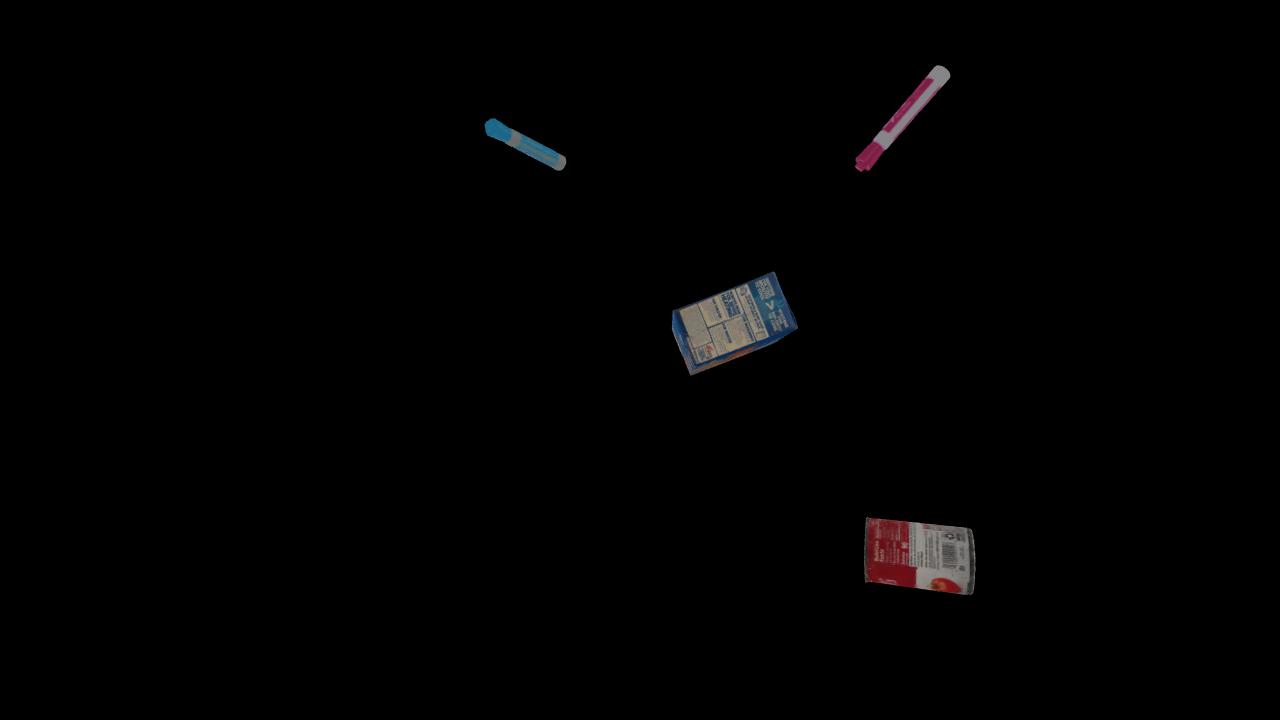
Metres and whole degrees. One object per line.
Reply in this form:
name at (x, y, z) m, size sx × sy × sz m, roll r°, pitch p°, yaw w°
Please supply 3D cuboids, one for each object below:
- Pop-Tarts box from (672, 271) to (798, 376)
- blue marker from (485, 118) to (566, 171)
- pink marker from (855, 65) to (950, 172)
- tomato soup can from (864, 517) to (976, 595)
Pop-Tarts box at (0.122, -0.043, 0.849) m, size 0.141 × 0.083 × 0.167 m, roll -22°, pitch -5°, yaw 0°
blue marker at (-0.126, -0.238, 0.683) m, size 0.020 × 0.020 × 0.121 m, roll 0°, pitch -3°, yaw 31°
pink marker at (0.260, -0.239, 0.615) m, size 0.020 × 0.121 × 0.020 m, roll 40°, pitch 8°, yaw -6°
tomato soup can at (0.288, 0.202, 0.640) m, size 0.101 × 0.068 × 0.068 m, roll 0°, pitch 0°, yaw 22°
